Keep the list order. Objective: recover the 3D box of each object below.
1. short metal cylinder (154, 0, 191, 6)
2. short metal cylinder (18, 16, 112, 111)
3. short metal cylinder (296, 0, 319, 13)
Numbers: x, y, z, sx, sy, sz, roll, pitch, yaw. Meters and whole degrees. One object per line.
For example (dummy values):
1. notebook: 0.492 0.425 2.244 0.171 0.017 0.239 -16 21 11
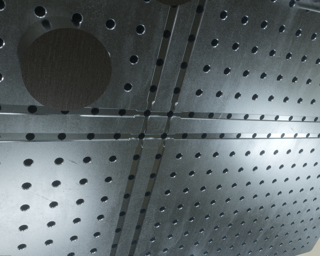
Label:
1. short metal cylinder: 0.005 -0.164 0.296 0.081 0.050 0.079 -14 124 -21
2. short metal cylinder: -0.094 -0.063 0.304 0.081 0.050 0.079 -14 124 -21
3. short metal cylinder: 0.224 -0.190 0.399 0.081 0.050 0.079 -14 124 -21
